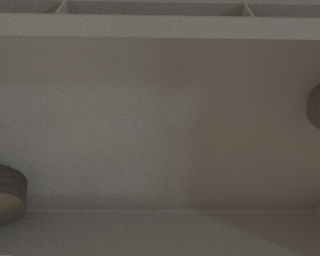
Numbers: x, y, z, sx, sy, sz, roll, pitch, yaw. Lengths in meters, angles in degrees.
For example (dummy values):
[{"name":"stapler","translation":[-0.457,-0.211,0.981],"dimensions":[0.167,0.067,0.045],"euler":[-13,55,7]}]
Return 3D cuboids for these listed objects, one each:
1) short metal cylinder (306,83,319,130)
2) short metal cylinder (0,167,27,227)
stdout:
[{"name":"short metal cylinder","translation":[0.220,-0.022,0.356],"dimensions":[0.050,0.080,0.080],"euler":[30,124,-23]},{"name":"short metal cylinder","translation":[-0.245,0.104,0.467],"dimensions":[0.081,0.050,0.079],"euler":[-10,131,-12]}]
